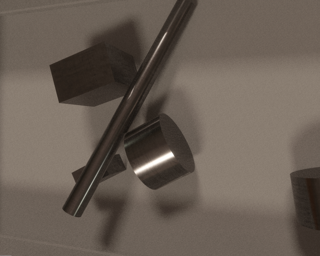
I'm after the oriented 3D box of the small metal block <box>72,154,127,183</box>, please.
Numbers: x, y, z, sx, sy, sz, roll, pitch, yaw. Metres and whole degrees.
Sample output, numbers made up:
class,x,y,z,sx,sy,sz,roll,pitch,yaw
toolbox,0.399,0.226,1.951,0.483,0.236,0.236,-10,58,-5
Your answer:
class,x,y,z,sx,sy,sz,roll,pitch,yaw
small metal block,-0.082,0.059,0.425,0.050,0.050,0.025,-28,81,17

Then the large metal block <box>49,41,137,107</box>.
class,x,y,z,sx,sy,sz,roll,pitch,yaw
large metal block,-0.081,-0.066,0.409,0.080,0.080,0.050,-18,84,19

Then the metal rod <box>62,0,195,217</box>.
class,x,y,z,sx,sy,sz,roll,pitch,yaw
metal rod,-0.037,-0.029,0.388,0.025,0.025,0.299,27,86,17

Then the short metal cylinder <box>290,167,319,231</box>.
class,x,y,z,sx,sy,sz,roll,pitch,yaw
short metal cylinder,0.180,0.069,0.318,0.080,0.080,0.050,-8,87,19

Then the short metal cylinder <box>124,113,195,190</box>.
class,x,y,z,sx,sy,sz,roll,pitch,yaw
short metal cylinder,0.001,0.029,0.380,0.050,0.080,0.080,-29,81,17
